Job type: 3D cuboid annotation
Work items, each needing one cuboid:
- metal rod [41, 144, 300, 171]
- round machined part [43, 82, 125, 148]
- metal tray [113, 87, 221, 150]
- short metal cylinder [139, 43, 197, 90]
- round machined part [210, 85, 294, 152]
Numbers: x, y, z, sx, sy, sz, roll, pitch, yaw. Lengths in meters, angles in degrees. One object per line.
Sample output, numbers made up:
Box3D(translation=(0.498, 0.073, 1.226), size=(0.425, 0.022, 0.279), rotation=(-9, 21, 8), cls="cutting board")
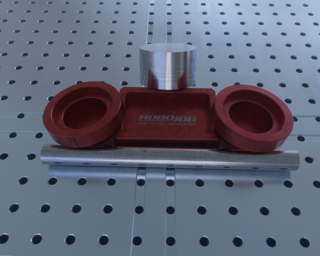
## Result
Box3D(translation=(0.011, 0.035, 0.373), size=(0.302, 0.025, 0.025), rotation=(1, 50, 1), cls="metal rod")
Box3D(translation=(-0.093, -0.012, 0.395), size=(0.099, 0.042, 0.098), rotation=(-5, 47, 6), cls="round machined part")
Box3D(translation=(0.010, -0.012, 0.409), size=(0.131, 0.030, 0.090), rotation=(1, 51, 0), cls="metal tray")
Box3D(translation=(0.011, -0.090, 0.443), size=(0.081, 0.050, 0.080), rotation=(0, 24, 0), cls="short metal cylinder")
Box3D(translation=(0.112, -0.008, 0.392), size=(0.099, 0.042, 0.098), rotation=(5, 48, -6), cls="round machined part")
